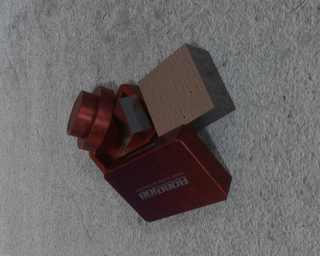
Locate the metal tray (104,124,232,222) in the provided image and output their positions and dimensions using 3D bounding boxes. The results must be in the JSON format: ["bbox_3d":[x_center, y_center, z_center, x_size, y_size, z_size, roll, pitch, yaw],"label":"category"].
[{"bbox_3d":[0.006,0.059,0.368,0.130,0.030,0.090,-29,109,37],"label":"metal tray"}]

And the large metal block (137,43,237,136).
[{"bbox_3d":[0.030,-0.039,0.366,0.080,0.050,0.080,-33,70,35],"label":"large metal block"}]

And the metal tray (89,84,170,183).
[{"bbox_3d":[-0.044,0.015,0.438,0.090,0.030,0.129,42,115,31],"label":"metal tray"}]

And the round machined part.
[{"bbox_3d":[-0.105,-0.017,0.455,0.097,0.042,0.098,-45,34,45],"label":"round machined part"}]

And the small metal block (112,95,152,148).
[{"bbox_3d":[-0.038,-0.008,0.408,0.050,0.025,0.050,65,153,17],"label":"small metal block"}]
